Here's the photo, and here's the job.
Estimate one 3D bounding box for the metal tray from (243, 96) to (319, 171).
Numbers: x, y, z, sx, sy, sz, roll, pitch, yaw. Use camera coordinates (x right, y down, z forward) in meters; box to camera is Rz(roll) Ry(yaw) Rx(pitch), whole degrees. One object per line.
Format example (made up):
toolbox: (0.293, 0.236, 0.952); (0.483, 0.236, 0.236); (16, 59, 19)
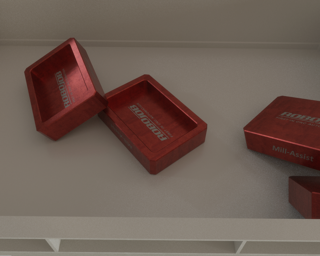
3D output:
metal tray: (0.179, 0.004, 0.366); (0.091, 0.030, 0.130); (-37, 34, -28)

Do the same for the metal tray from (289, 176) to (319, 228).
metal tray: (0.202, 0.069, 0.298); (0.131, 0.090, 0.030); (0, 91, 9)

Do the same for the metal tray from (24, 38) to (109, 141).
metal tray: (-0.132, -0.057, 0.424); (0.090, 0.030, 0.130); (-33, 54, 6)

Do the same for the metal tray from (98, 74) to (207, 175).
metal tray: (-0.014, -0.011, 0.410); (0.091, 0.030, 0.130); (-31, 57, -24)
